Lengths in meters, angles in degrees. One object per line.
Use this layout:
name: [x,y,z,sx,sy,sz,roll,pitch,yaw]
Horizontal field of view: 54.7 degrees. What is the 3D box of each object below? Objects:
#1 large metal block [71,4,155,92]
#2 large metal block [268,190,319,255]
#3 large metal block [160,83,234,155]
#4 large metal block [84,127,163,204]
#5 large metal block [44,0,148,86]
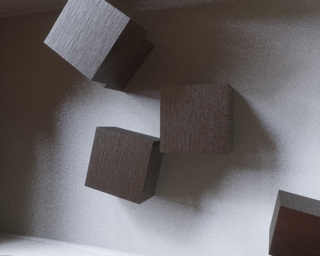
large metal block: [-0.068,-0.108,0.421,0.080,0.050,0.080,41,103,15]
large metal block: [0.161,0.107,0.324,0.080,0.080,0.050,13,95,19]
large metal block: [0.047,-0.010,0.381,0.080,0.050,0.080,1,90,20]
large metal block: [-0.045,0.046,0.413,0.080,0.050,0.080,14,95,19]
large metal block: [-0.076,-0.109,0.371,0.080,0.050,0.080,39,102,15]
